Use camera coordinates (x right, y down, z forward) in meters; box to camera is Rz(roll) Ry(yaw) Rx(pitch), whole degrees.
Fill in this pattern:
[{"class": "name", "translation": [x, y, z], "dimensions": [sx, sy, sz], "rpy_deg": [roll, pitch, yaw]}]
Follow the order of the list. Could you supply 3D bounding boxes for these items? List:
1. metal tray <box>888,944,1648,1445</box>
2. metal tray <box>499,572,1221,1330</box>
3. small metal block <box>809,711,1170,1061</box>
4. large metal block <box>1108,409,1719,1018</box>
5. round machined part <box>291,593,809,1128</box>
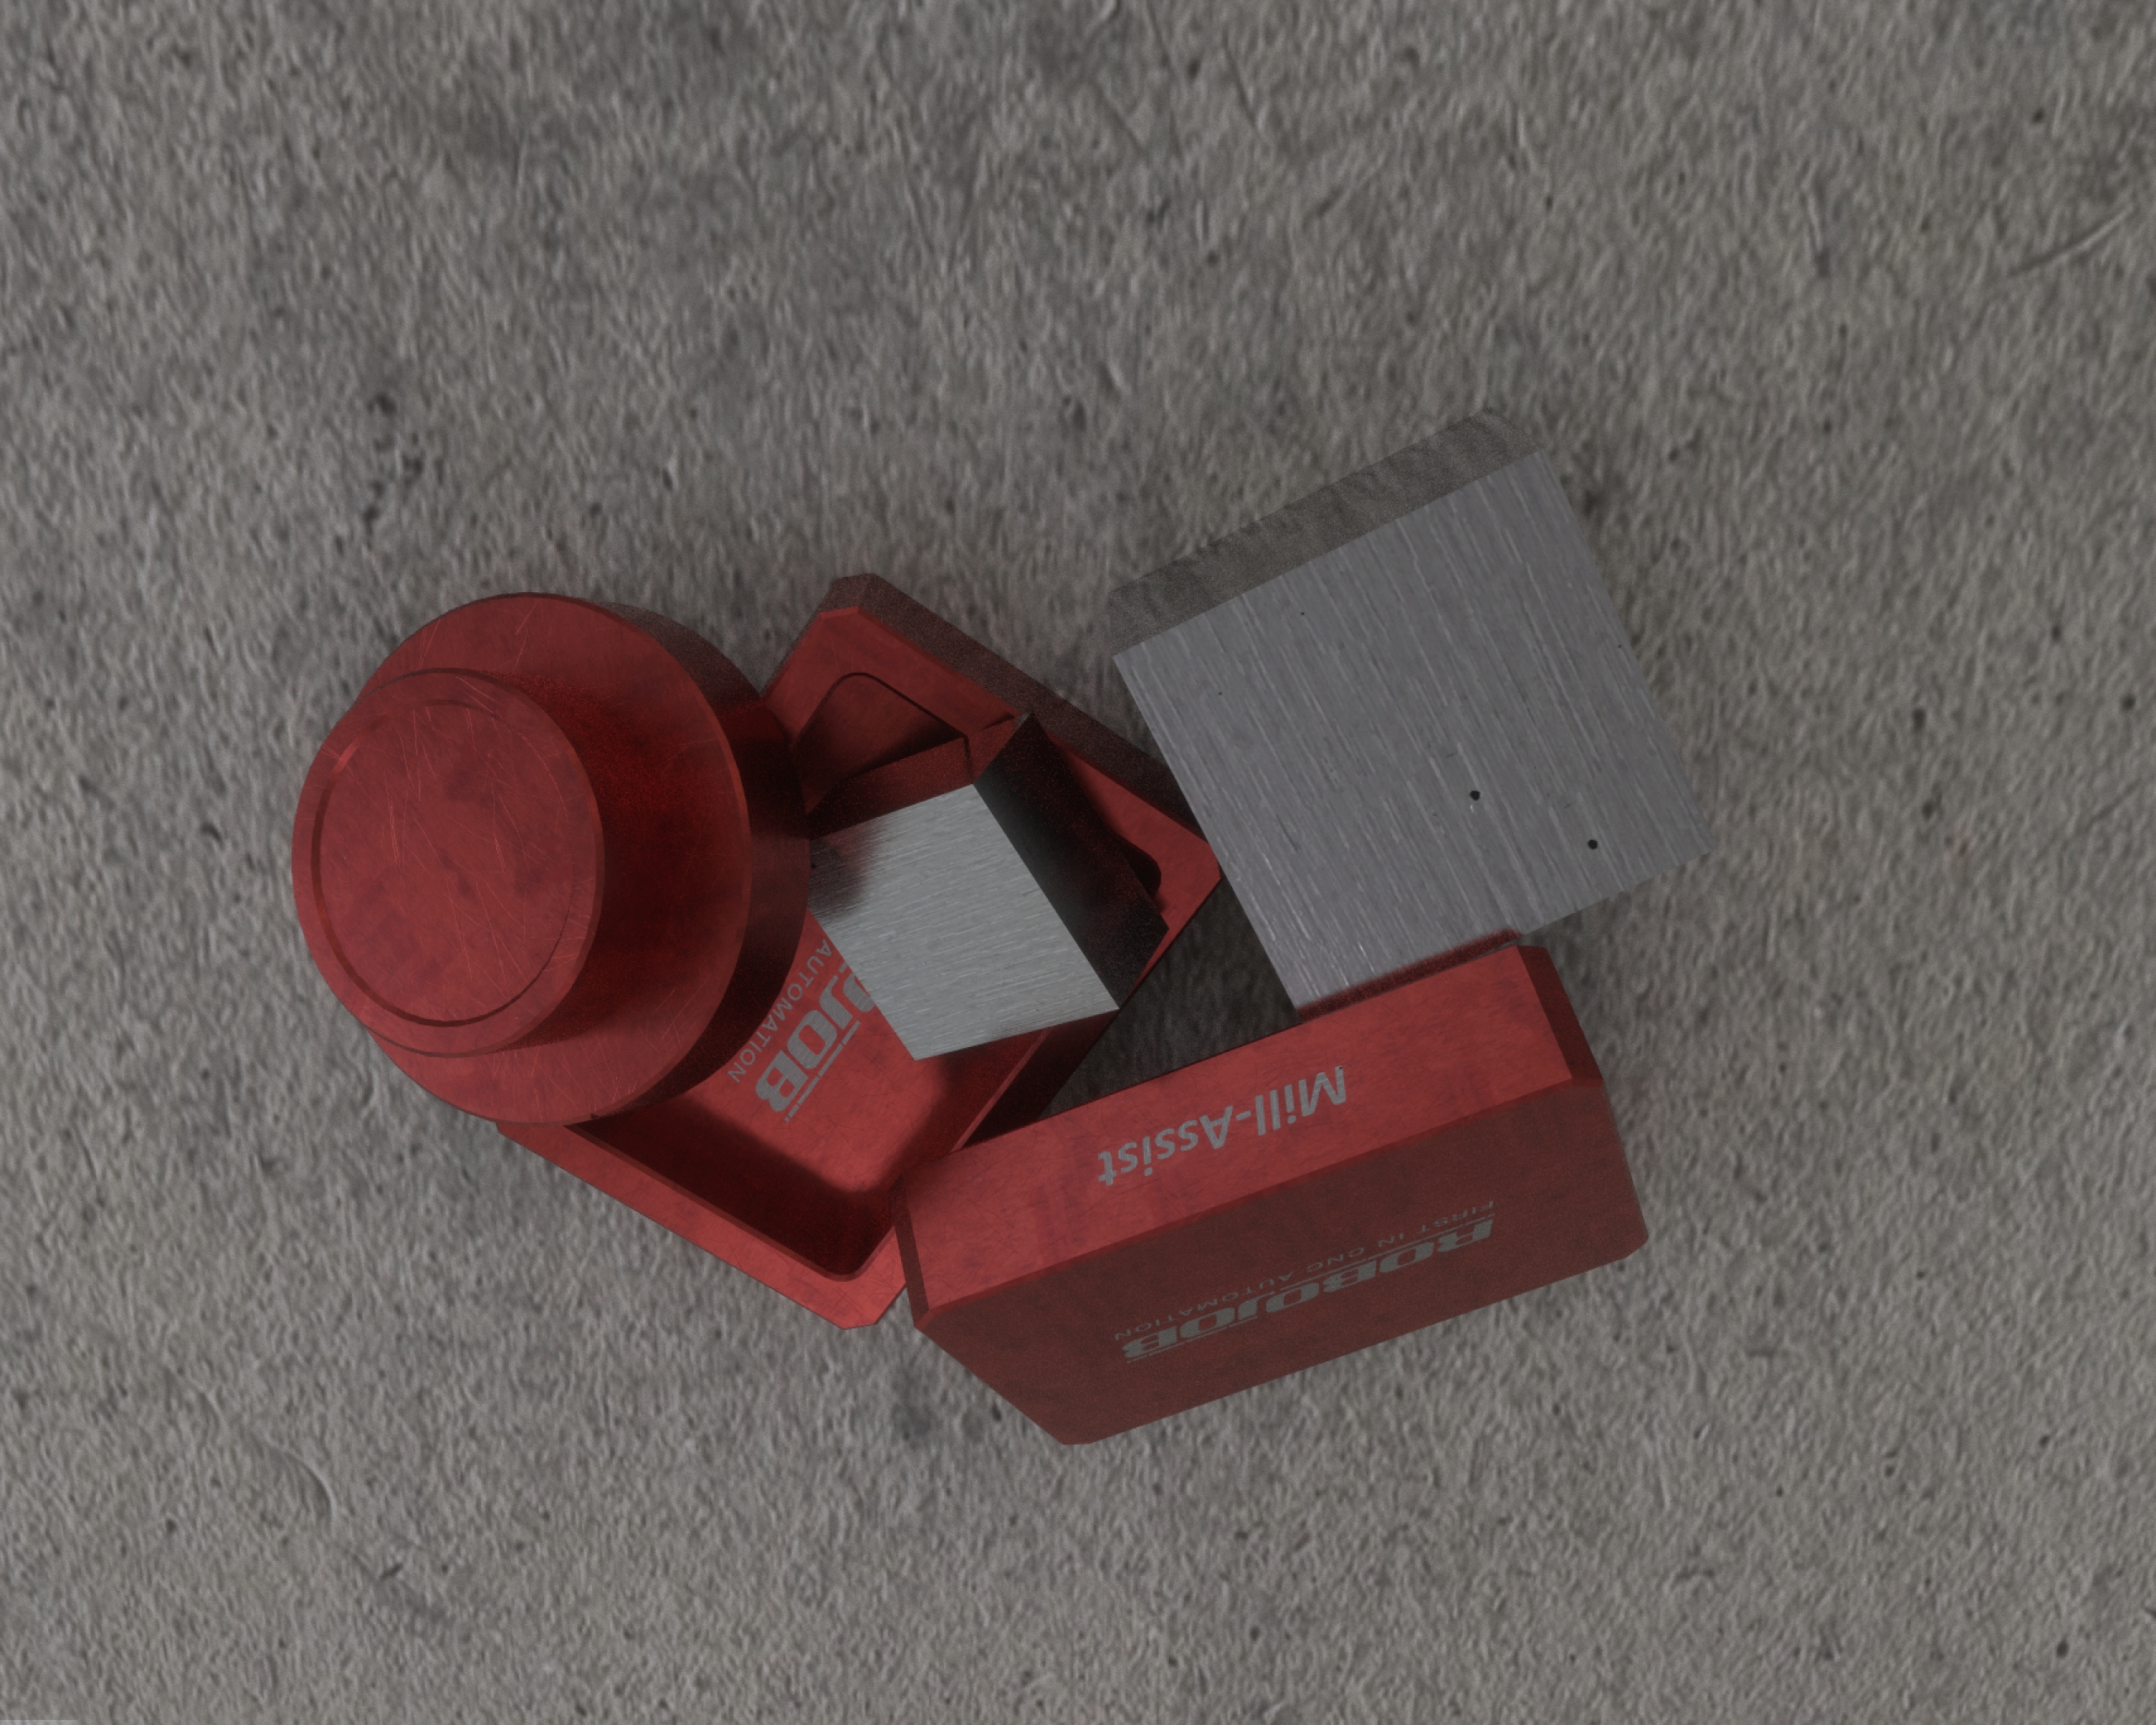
[{"class": "metal tray", "translation": [0.040, 0.069, 0.410], "dimensions": [0.130, 0.030, 0.090], "rpy_deg": [-21, 145, 8]}, {"class": "metal tray", "translation": [-0.044, 0.020, 0.414], "dimensions": [0.090, 0.030, 0.129], "rpy_deg": [33, 107, -12]}, {"class": "small metal block", "translation": [-0.020, 0.006, 0.388], "dimensions": [0.050, 0.025, 0.050], "rpy_deg": [-17, 114, 36]}, {"class": "large metal block", "translation": [0.060, -0.028, 0.388], "dimensions": [0.080, 0.050, 0.080], "rpy_deg": [-25, 108, 9]}, {"class": "round machined part", "translation": [-0.102, 0.000, 0.378], "dimensions": [0.098, 0.042, 0.097], "rpy_deg": [1, 91, 24]}]
